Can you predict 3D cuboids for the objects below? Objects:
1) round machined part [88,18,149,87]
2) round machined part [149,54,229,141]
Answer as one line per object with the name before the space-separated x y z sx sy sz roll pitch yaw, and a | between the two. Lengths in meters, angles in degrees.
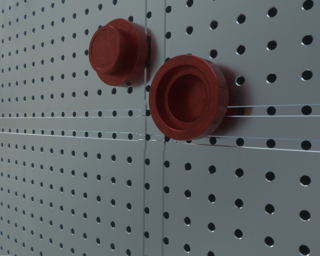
round machined part | -0.066 -0.110 0.451 0.098 0.042 0.097 0 90 39
round machined part | 0.037 -0.034 0.366 0.098 0.042 0.097 0 90 39
